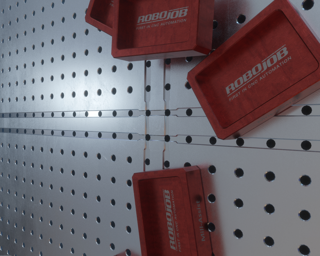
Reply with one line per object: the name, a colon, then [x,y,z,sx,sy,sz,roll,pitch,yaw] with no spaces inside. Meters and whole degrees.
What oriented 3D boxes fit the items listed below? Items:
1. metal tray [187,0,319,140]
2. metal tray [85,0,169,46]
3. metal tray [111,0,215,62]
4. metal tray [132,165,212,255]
metal tray: [0.099,-0.056,0.323,0.130,0.030,0.090,-37,68,33]
metal tray: [-0.049,-0.174,0.443,0.130,0.030,0.089,36,112,33]
metal tray: [-0.001,-0.129,0.365,0.130,0.030,0.089,5,93,39]
metal tray: [0.014,0.117,0.392,0.090,0.030,0.129,-13,82,39]
